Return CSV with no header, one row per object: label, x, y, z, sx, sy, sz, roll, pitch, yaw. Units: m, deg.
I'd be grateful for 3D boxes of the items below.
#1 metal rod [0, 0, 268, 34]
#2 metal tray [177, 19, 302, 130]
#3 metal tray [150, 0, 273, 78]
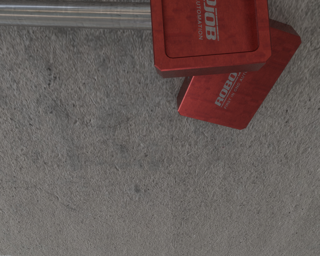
metal rod,-0.055,-0.107,0.293,0.302,0.025,0.025,3,130,5
metal tray,0.082,-0.062,0.352,0.091,0.030,0.129,13,129,-12
metal tray,0.038,-0.111,0.256,0.090,0.030,0.129,-4,87,4
